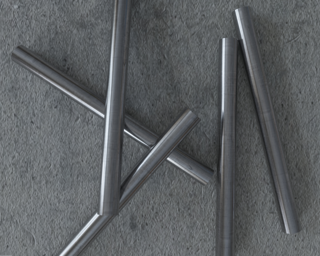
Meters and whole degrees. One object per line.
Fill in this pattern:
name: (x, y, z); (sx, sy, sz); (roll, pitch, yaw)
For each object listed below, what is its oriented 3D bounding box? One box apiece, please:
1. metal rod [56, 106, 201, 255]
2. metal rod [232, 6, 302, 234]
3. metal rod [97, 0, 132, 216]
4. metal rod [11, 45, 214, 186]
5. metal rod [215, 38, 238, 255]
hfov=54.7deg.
metal rod: (-0.057, 0.094, 0.393); (0.025, 0.025, 0.299); (41, 96, 0)
metal rod: (0.141, -0.010, 0.410); (0.025, 0.025, 0.298); (-13, 90, 0)
metal rod: (-0.055, -0.046, 0.387); (0.025, 0.025, 0.298); (3, 81, 0)
metal rod: (-0.061, -0.016, 0.409); (0.301, 0.025, 0.025); (33, 90, 0)
metal rod: (0.088, 0.033, 0.410); (0.025, 0.025, 0.298); (1, 90, 0)
